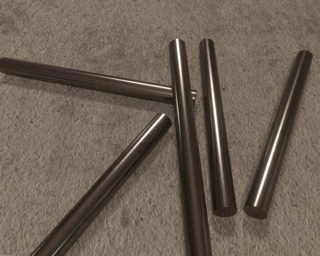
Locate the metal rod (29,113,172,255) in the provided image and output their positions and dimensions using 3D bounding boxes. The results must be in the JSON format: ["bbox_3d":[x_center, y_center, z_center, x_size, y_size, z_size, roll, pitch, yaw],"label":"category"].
[{"bbox_3d":[-0.077,0.086,0.329,0.025,0.025,0.301,27,55,20],"label":"metal rod"}]

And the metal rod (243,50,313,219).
[{"bbox_3d":[0.168,-0.013,0.416,0.025,0.025,0.301,21,53,16],"label":"metal rod"}]

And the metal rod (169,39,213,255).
[{"bbox_3d":[0.032,0.002,0.379,0.025,0.025,0.299,-2,57,-2],"label":"metal rod"}]

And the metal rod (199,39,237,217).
[{"bbox_3d":[0.074,-0.025,0.425,0.025,0.025,0.300,2,50,1],"label":"metal rod"}]

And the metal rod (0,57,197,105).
[{"bbox_3d":[-0.096,-0.069,0.459,0.301,0.025,0.025,11,51,8],"label":"metal rod"}]
